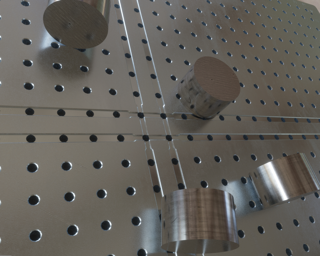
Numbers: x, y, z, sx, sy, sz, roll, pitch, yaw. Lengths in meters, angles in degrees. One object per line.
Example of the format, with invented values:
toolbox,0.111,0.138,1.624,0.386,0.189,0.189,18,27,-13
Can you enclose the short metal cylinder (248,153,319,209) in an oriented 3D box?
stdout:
short metal cylinder,0.168,0.073,0.421,0.081,0.080,0.050,-4,64,-30

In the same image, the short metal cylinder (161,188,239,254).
short metal cylinder,0.042,0.103,0.334,0.081,0.080,0.050,14,56,-21

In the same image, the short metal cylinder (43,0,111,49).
short metal cylinder,-0.107,-0.152,0.409,0.081,0.080,0.050,13,57,-22

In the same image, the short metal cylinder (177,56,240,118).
short metal cylinder,0.074,-0.061,0.471,0.081,0.050,0.080,14,56,-21
